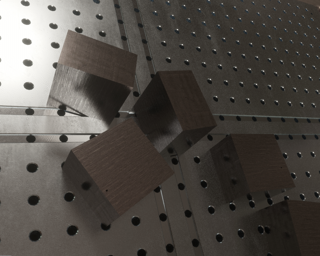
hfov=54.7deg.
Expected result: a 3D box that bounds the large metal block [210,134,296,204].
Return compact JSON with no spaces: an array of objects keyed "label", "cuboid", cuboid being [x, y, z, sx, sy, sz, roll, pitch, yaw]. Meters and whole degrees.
[{"label":"large metal block","cuboid":[0.126,0.055,0.429,0.081,0.050,0.080,1,61,-28]}]

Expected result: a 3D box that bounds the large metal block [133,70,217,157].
[{"label":"large metal block","cuboid":[0.015,-0.016,0.393,0.050,0.080,0.080,-8,66,-32]}]

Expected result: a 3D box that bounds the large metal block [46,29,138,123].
[{"label":"large metal block","cuboid":[-0.081,-0.056,0.365,0.081,0.080,0.050,16,55,-19]}]

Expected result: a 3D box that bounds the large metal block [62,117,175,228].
[{"label":"large metal block","cuboid":[-0.046,0.047,0.340,0.081,0.050,0.080,-32,80,-38]}]

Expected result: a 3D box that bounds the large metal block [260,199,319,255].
[{"label":"large metal block","cuboid":[0.189,0.144,0.409,0.081,0.050,0.080,10,57,-23]}]
